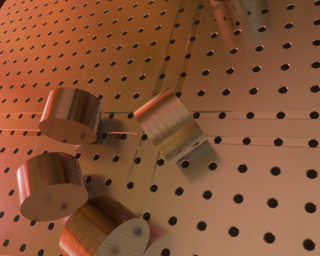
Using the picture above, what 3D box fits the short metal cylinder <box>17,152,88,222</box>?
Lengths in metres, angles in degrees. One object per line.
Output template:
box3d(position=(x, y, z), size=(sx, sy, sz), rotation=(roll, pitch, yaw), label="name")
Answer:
box3d(position=(-0.138, 0.076, 0.399), size=(0.080, 0.080, 0.050), rotation=(-33, 52, 6), label="short metal cylinder")

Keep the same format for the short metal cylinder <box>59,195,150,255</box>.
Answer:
box3d(position=(-0.057, 0.120, 0.330), size=(0.050, 0.080, 0.080), rotation=(25, 75, 36), label="short metal cylinder")

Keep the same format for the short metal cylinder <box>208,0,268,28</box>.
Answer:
box3d(position=(0.112, -0.195, 0.453), size=(0.080, 0.050, 0.080), rotation=(-13, 56, 21), label="short metal cylinder")

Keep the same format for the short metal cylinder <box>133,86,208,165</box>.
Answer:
box3d(position=(0.013, -0.003, 0.368), size=(0.050, 0.080, 0.080), rotation=(-37, 51, 4), label="short metal cylinder")

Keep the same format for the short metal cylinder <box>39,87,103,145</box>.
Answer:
box3d(position=(-0.127, -0.015, 0.449), size=(0.080, 0.080, 0.050), rotation=(-8, 58, 24), label="short metal cylinder")
